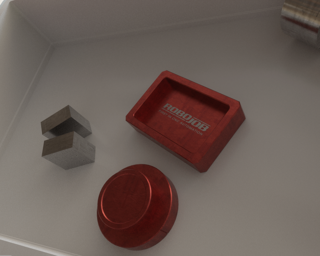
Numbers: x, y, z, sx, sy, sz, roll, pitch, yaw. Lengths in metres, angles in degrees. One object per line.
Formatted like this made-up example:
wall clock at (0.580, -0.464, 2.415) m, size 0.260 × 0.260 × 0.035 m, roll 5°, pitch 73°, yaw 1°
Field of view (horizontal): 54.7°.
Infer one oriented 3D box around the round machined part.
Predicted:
round machined part at (-0.032, 0.087, 0.357) m, size 0.098 × 0.042 × 0.098 m, roll -13°, pitch 56°, yaw 20°

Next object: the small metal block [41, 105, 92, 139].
small metal block at (-0.138, 0.000, 0.460) m, size 0.050 × 0.050 × 0.025 m, roll -31°, pitch 52°, yaw 8°

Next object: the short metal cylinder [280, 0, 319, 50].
short metal cylinder at (0.187, -0.136, 0.356) m, size 0.080 × 0.080 × 0.050 m, roll -43°, pitch 51°, yaw -2°

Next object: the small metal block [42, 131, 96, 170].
small metal block at (-0.126, 0.033, 0.434) m, size 0.050 × 0.050 × 0.025 m, roll -17°, pitch 55°, yaw 18°

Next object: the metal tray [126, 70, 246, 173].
metal tray at (0.028, -0.014, 0.394) m, size 0.130 × 0.030 × 0.090 m, roll 31°, pitch 79°, yaw 37°
